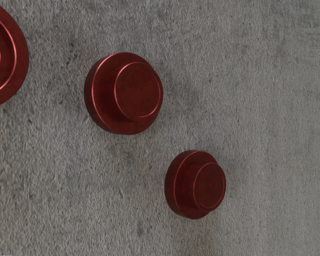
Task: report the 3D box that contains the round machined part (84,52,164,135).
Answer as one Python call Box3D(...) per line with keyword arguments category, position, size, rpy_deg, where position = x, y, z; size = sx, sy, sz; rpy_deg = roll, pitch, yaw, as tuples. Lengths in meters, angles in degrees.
Box3D(category="round machined part", position=(-0.035, -0.040, 0.364), size=(0.099, 0.042, 0.097), rpy_deg=(0, 90, -40))

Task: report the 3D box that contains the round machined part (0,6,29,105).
Box3D(category="round machined part", position=(-0.166, -0.060, 0.255), size=(0.099, 0.042, 0.097), rpy_deg=(0, 90, -40))

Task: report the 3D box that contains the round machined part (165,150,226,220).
Box3D(category="round machined part", position=(0.057, 0.081, 0.441), size=(0.099, 0.042, 0.097), rpy_deg=(0, 90, -40))
